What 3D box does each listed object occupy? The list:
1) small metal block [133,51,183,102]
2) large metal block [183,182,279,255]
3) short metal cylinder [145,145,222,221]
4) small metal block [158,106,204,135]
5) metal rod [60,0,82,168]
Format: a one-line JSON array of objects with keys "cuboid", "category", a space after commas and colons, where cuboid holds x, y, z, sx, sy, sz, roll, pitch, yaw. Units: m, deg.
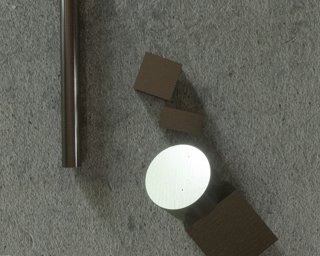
[{"cuboid": [-0.003, -0.067, 0.410, 0.050, 0.025, 0.050, 19, 90, -1], "category": "small metal block"}, {"cuboid": [0.087, 0.129, 0.399, 0.080, 0.050, 0.080, -39, 91, 0], "category": "large metal block"}, {"cuboid": [0.030, 0.067, 0.378, 0.080, 0.050, 0.080, -13, 55, 20], "category": "short metal cylinder"}, {"cuboid": [0.025, -0.009, 0.398, 0.050, 0.050, 0.025, 12, 90, -1], "category": "small metal block"}, {"cuboid": [-0.118, -0.098, 0.408, 0.025, 0.025, 0.298, -1, 90, -1], "category": "metal rod"}]
